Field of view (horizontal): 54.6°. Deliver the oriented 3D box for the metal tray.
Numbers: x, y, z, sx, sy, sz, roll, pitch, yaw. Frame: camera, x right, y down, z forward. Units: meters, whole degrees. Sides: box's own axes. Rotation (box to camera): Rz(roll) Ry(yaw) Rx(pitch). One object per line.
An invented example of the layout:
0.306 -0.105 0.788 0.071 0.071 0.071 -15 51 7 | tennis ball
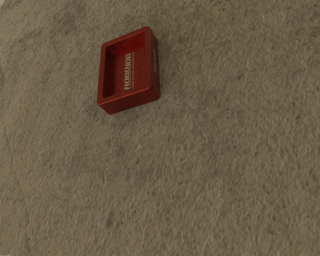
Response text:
-0.049 -0.091 0.483 0.090 0.030 0.130 -16 55 19 | metal tray
